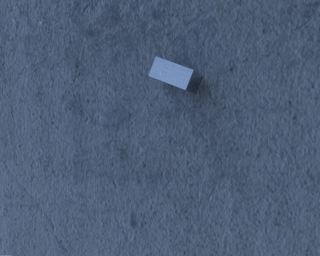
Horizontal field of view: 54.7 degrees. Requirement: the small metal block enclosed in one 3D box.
[{"bbox_3d":[0.021,-0.065,0.388,0.050,0.050,0.025,24,98,18],"label":"small metal block"}]
